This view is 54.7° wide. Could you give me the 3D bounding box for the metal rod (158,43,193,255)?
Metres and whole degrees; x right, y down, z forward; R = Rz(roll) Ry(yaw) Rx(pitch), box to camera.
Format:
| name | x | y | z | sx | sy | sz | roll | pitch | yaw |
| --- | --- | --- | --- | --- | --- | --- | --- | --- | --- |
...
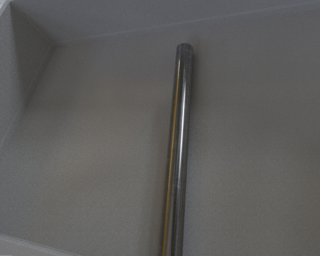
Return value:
| name | x | y | z | sx | sy | sz | roll | pitch | yaw |
| --- | --- | --- | --- | --- | --- | --- | --- | --- | --- |
| metal rod | 0.023 | 0.014 | 0.383 | 0.025 | 0.025 | 0.299 | -8 | 58 | 24 |
